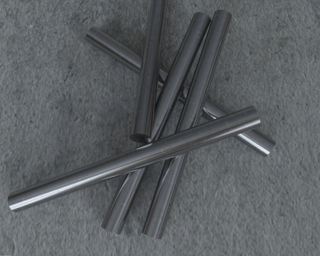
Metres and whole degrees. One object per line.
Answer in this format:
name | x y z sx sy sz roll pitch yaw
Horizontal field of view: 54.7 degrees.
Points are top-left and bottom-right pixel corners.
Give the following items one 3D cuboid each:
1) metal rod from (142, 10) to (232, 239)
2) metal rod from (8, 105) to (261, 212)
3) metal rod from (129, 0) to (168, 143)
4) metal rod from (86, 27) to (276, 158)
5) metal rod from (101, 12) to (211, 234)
metal rod | 0.038 -0.013 0.390 0.025 0.025 0.299 18 79 6
metal rod | -0.035 0.038 0.356 0.301 0.025 0.025 -20 71 7
metal rod | -0.008 -0.119 0.429 0.025 0.025 0.299 5 62 2
metal rod | 0.021 -0.055 0.428 0.300 0.025 0.025 34 73 11
metal rod | 0.000 -0.015 0.393 0.025 0.025 0.299 22 79 7
